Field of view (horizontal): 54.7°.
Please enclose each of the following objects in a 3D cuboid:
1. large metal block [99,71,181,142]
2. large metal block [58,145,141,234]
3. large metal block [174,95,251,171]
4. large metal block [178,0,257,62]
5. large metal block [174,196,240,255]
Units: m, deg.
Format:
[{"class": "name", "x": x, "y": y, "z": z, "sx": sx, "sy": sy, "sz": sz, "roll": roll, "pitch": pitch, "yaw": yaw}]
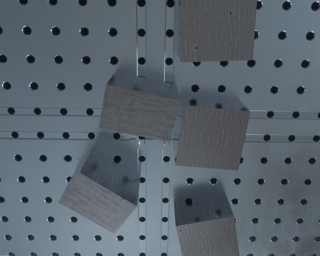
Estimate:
[{"class": "large metal block", "x": -0.023, "y": -0.029, "z": 0.373, "sx": 0.081, "sy": 0.080, "sz": 0.050, "roll": 12, "pitch": 110, "yaw": -5}, {"class": "large metal block", "x": -0.075, "y": 0.079, "z": 0.412, "sx": 0.080, "sy": 0.080, "sz": 0.050, "roll": 34, "pitch": 106, "yaw": -12}, {"class": "large metal block", "x": 0.063, "y": 0.005, "z": 0.403, "sx": 0.081, "sy": 0.050, "sz": 0.079, "roll": 5, "pitch": 110, "yaw": -3}, {"class": "large metal block", "x": 0.062, "y": -0.121, "z": 0.357, "sx": 0.081, "sy": 0.050, "sz": 0.079, "roll": -2, "pitch": 110, "yaw": 0}, {"class": "large metal block", "x": 0.069, "y": 0.155, "z": 0.458, "sx": 0.080, "sy": 0.050, "sz": 0.079, "roll": -11, "pitch": 110, "yaw": 3}]
